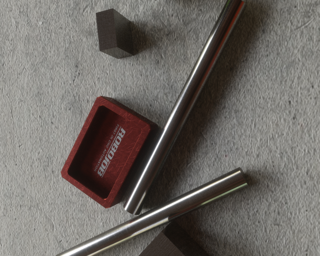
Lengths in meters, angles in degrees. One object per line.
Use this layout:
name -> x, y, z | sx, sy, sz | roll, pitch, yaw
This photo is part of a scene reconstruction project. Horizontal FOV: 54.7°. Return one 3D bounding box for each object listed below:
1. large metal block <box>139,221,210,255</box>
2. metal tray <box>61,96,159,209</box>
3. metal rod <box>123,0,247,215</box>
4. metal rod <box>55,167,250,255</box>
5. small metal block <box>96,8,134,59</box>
large metal block -> 0.014, 0.179, 0.390 | 0.080, 0.050, 0.080 | 43, 103, 14
metal tray -> -0.071, 0.032, 0.430 | 0.090, 0.030, 0.129 | 31, 100, 17
metal rod -> 0.028, -0.021, 0.398 | 0.025, 0.025, 0.298 | 29, 99, 17
metal rod -> -0.023, 0.129, 0.416 | 0.300, 0.025, 0.025 | -30, 81, 17
small metal block -> -0.060, -0.125, 0.416 | 0.025, 0.050, 0.050 | -7, 88, 20
